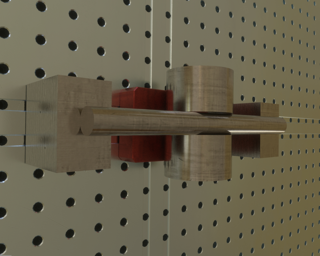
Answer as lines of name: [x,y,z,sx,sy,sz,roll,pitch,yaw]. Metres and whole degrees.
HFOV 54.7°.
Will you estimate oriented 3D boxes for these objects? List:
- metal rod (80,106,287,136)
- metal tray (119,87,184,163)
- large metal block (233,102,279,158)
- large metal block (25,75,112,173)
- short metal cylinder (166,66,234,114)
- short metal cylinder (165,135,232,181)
metal rod: [0.056,-0.005,0.351,0.302,0.025,0.025,1,90,-40]
metal tray: [0.009,-0.003,0.413,0.131,0.030,0.089,2,89,-40]
large metal block: [0.136,0.003,0.485,0.050,0.080,0.080,1,90,-40]
large metal block: [-0.089,-0.003,0.297,0.050,0.080,0.080,1,90,-40]
short metal cylinder: [0.048,-0.043,0.374,0.081,0.080,0.050,1,90,-40]
short metal cylinder: [0.046,0.032,0.372,0.081,0.080,0.050,1,90,-40]
